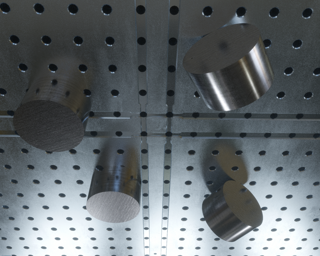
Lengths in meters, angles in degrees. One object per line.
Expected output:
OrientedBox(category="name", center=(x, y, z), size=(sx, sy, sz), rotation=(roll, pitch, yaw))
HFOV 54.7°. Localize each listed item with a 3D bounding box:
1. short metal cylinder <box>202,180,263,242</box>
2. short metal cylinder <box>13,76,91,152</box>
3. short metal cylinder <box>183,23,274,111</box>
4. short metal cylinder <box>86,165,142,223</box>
OrientedBox(category="short metal cylinder", center=(0.114, 0.130, 0.487), size=(0.080, 0.080, 0.050), rotation=(27, 125, -21))
OrientedBox(category="short metal cylinder", center=(-0.129, -0.016, 0.380), size=(0.081, 0.050, 0.079), rotation=(0, 130, 0))
OrientedBox(category="short metal cylinder", center=(0.071, -0.064, 0.322), size=(0.080, 0.080, 0.050), rotation=(-22, 127, 18))
OrientedBox(category="short metal cylinder", center=(-0.070, 0.104, 0.483), size=(0.081, 0.050, 0.079), rotation=(0, 130, 0))
